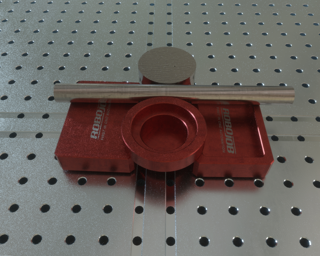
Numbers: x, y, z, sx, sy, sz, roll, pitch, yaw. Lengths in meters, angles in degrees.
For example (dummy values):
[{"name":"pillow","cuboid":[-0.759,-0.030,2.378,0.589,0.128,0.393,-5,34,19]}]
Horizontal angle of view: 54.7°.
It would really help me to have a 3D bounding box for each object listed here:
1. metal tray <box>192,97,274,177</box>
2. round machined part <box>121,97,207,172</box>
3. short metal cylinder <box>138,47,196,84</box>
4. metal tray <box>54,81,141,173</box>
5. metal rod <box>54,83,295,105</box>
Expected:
[{"name":"metal tray","cuboid":[0.085,0.000,0.400,0.091,0.030,0.130,1,50,0]},{"name":"round machined part","cuboid":[0.005,0.011,0.370,0.099,0.042,0.098,0,50,0]},{"name":"short metal cylinder","cuboid":[0.010,-0.073,0.447,0.081,0.050,0.080,0,50,0]},{"name":"metal tray","cuboid":[-0.073,-0.007,0.403,0.091,0.030,0.130,2,50,2]},{"name":"metal rod","cuboid":[0.018,-0.044,0.400,0.302,0.025,0.025,1,50,0]}]
